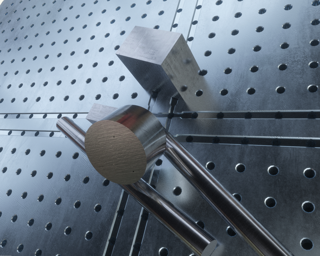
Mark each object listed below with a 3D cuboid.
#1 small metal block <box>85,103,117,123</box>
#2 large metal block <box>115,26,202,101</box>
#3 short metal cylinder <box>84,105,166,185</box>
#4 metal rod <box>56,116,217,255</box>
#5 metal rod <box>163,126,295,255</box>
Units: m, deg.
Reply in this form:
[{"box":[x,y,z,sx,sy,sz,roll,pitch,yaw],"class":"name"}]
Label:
[{"box":[-0.065,-0.007,0.429,0.050,0.050,0.025,13,69,33],"class":"small metal block"},{"box":[0.000,-0.089,0.426,0.080,0.080,0.050,22,74,36],"class":"large metal block"},{"box":[-0.040,0.019,0.362,0.080,0.079,0.050,0,23,27],"class":"short metal cylinder"},{"box":[-0.052,0.057,0.398,0.300,0.025,0.025,33,80,37],"class":"metal rod"},{"box":[0.064,0.075,0.327,0.025,0.025,0.300,-43,51,-2],"class":"metal rod"}]
